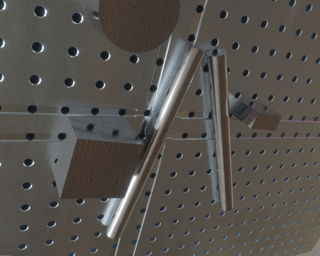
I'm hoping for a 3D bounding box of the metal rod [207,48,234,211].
[{"bbox_3d":[0.097,0.023,0.478,0.025,0.025,0.298,-23,127,-15],"label":"metal rod"}]

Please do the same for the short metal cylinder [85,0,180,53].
[{"bbox_3d":[-0.028,-0.121,0.305,0.081,0.050,0.079,-14,124,-21],"label":"short metal cylinder"}]

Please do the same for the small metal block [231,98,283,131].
[{"bbox_3d":[0.142,-0.020,0.460,0.050,0.050,0.025,5,116,-31],"label":"small metal block"}]

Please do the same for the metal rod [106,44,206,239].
[{"bbox_3d":[-0.013,0.031,0.423,0.025,0.025,0.298,11,113,-33],"label":"metal rod"}]

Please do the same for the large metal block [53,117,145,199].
[{"bbox_3d":[-0.076,0.038,0.377,0.081,0.050,0.079,7,115,-32],"label":"large metal block"}]
